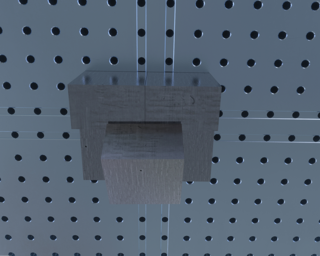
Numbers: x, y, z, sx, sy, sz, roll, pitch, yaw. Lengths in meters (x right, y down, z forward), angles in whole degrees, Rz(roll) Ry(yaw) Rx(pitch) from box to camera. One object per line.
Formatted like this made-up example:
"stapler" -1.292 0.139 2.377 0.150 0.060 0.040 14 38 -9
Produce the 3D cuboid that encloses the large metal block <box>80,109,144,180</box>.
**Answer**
"large metal block" -0.057 0.021 0.405 0.081 0.050 0.079 1 110 -1

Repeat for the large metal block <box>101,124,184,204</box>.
"large metal block" -0.017 0.041 0.344 0.081 0.050 0.079 0 134 -1

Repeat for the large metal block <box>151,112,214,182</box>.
"large metal block" 0.025 0.022 0.406 0.081 0.050 0.079 1 110 -1

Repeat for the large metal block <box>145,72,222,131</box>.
"large metal block" 0.024 -0.034 0.371 0.081 0.080 0.050 1 110 -1

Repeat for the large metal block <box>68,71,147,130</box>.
"large metal block" -0.057 -0.035 0.369 0.081 0.080 0.050 1 110 -1
